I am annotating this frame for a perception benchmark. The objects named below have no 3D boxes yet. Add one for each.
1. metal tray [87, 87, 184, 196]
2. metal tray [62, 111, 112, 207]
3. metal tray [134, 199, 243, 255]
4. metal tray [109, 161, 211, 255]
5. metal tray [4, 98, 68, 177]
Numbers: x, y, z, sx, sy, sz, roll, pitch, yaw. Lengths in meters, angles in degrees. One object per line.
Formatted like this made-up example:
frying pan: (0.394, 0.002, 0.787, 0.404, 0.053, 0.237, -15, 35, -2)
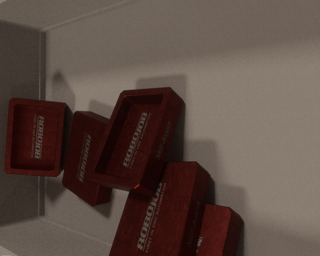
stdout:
metal tray: (-0.030, 0.013, 0.390, 0.090, 0.030, 0.130, 2, 64, 39)
metal tray: (-0.108, 0.046, 0.490, 0.090, 0.030, 0.129, 21, 103, 37)
metal tray: (0.021, 0.130, 0.357, 0.130, 0.030, 0.090, -1, 59, 39)
metal tray: (0.000, 0.103, 0.350, 0.090, 0.030, 0.130, -5, 56, 37)
metal tray: (-0.214, 0.016, 0.539, 0.030, 0.091, 0.129, -142, 58, -80)
